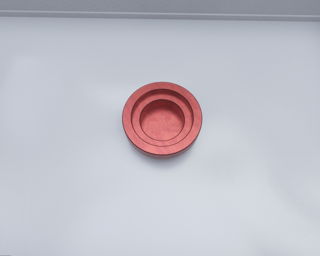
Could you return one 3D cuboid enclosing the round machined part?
[{"bbox_3d":[0.003,-0.007,0.399,0.099,0.042,0.098,0,70,-1],"label":"round machined part"}]
